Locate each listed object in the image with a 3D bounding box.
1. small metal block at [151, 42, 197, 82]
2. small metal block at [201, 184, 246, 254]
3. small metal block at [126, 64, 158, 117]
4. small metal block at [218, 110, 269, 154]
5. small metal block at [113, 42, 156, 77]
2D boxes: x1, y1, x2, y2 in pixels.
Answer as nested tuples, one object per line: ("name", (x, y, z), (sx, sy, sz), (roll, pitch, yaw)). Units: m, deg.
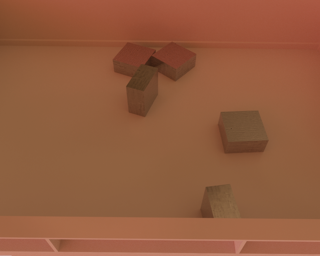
("small metal block", (0.022, -0.107, 0.495), (0.050, 0.025, 0.050), (34, 57, 25))
("small metal block", (0.061, 0.092, 0.312), (0.025, 0.050, 0.050), (-6, 50, -5))
("small metal block", (-0.023, -0.052, 0.433), (0.025, 0.050, 0.050), (17, 52, 13))
("small metal block", (0.107, 0.005, 0.403), (0.050, 0.025, 0.050), (-2, 50, -3))
("small metal block", (-0.040, -0.107, 0.495), (0.050, 0.025, 0.050), (19, 52, 15))
